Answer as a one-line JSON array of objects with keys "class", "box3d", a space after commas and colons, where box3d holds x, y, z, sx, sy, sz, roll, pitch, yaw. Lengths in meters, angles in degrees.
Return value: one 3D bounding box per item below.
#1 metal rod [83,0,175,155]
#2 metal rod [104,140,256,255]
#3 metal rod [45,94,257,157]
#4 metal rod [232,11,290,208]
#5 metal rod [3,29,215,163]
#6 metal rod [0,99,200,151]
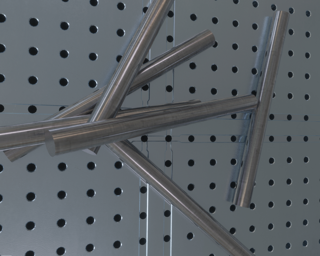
[{"class": "metal rod", "box3d": [-0.021, -0.106, 0.377, 0.025, 0.025, 0.300, 30, 70, -18]}, {"class": "metal rod", "box3d": [0.038, 0.108, 0.426, 0.300, 0.025, 0.025, 44, 76, -15]}, {"class": "metal rod", "box3d": [0.018, -0.013, 0.371, 0.302, 0.025, 0.025, -13, 95, -37]}, {"class": "metal rod", "box3d": [0.154, -0.031, 0.468, 0.025, 0.025, 0.299, 15, 85, -19]}, {"class": "metal rod", "box3d": [-0.052, -0.049, 0.393, 0.301, 0.025, 0.025, -33, 101, -17]}, {"class": "metal rod", "box3d": [-0.079, -0.004, 0.361, 0.302, 0.025, 0.025, -10, 94, -28]}]
